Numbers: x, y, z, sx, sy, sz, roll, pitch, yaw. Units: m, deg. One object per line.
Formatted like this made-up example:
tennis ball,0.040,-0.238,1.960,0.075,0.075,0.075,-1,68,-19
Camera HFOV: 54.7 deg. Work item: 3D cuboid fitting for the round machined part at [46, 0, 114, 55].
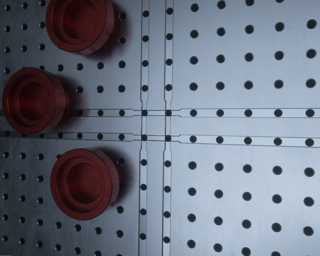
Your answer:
round machined part,-0.109,-0.152,0.441,0.098,0.042,0.097,0,90,19

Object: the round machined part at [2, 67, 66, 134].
round machined part,-0.183,-0.039,0.466,0.098,0.042,0.097,0,90,19

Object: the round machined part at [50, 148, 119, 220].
round machined part,-0.101,0.076,0.438,0.098,0.042,0.097,0,90,19
